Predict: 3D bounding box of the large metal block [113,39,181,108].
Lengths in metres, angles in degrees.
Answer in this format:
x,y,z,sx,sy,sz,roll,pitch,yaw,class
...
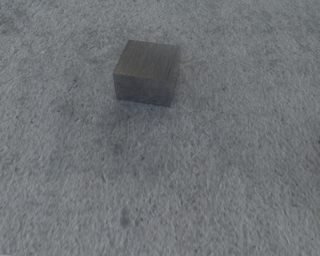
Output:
x,y,z,sx,sy,sz,roll,pitch,yaw,class
-0.016,-0.081,0.455,0.080,0.050,0.080,9,51,7,large metal block
